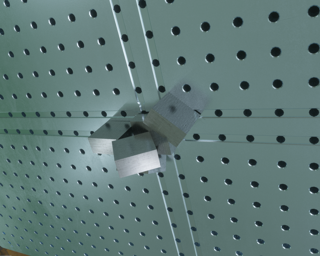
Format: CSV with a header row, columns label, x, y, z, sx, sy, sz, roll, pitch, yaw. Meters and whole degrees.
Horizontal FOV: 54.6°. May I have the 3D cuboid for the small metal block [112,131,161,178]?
label,x,y,z,sx,sy,sz,roll,pitch,yaw
small metal block,-0.031,0.032,0.386,0.050,0.050,0.025,-15,117,-6

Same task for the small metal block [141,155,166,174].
label,x,y,z,sx,sy,sz,roll,pitch,yaw
small metal block,-0.025,0.048,0.435,0.050,0.050,0.025,2,88,28

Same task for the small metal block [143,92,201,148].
label,x,y,z,sx,sy,sz,roll,pitch,yaw
small metal block,0.015,-0.012,0.380,0.050,0.050,0.025,37,128,3

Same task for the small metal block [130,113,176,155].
label,x,y,z,sx,sy,sz,roll,pitch,yaw
small metal block,-0.007,0.008,0.420,0.050,0.025,0.050,1,119,27

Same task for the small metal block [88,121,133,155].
label,x,y,z,sx,sy,sz,roll,pitch,yaw
small metal block,-0.064,0.013,0.437,0.050,0.050,0.025,2,120,28
